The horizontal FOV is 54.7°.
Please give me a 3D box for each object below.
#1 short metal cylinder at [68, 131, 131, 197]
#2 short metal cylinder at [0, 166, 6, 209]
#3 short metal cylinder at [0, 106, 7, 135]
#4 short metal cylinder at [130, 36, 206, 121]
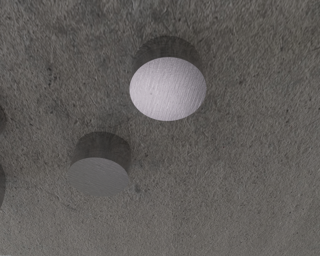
[{"bbox_3d":[-0.082,0.051,0.433,0.081,0.050,0.079,0,130,0],"label":"short metal cylinder"},{"bbox_3d":[-0.266,0.091,0.446,0.050,0.080,0.079,3,130,-3],"label":"short metal cylinder"},{"bbox_3d":[-0.243,-0.003,0.386,0.081,0.050,0.079,0,130,0],"label":"short metal cylinder"},{"bbox_3d":[0.008,-0.054,0.344,0.081,0.050,0.079,0,130,0],"label":"short metal cylinder"}]
